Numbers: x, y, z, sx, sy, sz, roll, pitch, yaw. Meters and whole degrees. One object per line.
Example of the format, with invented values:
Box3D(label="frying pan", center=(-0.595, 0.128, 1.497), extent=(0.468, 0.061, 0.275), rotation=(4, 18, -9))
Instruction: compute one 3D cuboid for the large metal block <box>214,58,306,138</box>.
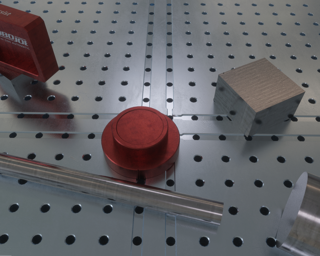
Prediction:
Box3D(label="large metal block", center=(0.134, -0.044, 0.430), extent=(0.081, 0.050, 0.080), rotation=(-22, 54, -18))

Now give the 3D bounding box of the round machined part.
Box3D(label="round machined part", center=(-0.024, 0.011, 0.387), extent=(0.099, 0.042, 0.098), rotation=(0, 50, 0))

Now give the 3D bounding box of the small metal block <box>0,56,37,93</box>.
Box3D(label="small metal block", center=(-0.220, -0.088, 0.479), extent=(0.050, 0.025, 0.050), rotation=(32, 57, 24))

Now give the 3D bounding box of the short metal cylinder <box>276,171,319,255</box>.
Box3D(label="short metal cylinder", center=(0.152, 0.089, 0.299), extent=(0.050, 0.080, 0.080), rotation=(22, 53, 17))

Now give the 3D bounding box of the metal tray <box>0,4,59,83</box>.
Box3D(label="metal tray", center=(-0.212, -0.124, 0.435), extent=(0.130, 0.089, 0.030), rotation=(21, 53, 17))

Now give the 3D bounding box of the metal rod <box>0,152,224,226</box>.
Box3D(label="metal rod", center=(-0.081, 0.063, 0.353), extent=(0.301, 0.025, 0.025), rotation=(11, 51, 9))
